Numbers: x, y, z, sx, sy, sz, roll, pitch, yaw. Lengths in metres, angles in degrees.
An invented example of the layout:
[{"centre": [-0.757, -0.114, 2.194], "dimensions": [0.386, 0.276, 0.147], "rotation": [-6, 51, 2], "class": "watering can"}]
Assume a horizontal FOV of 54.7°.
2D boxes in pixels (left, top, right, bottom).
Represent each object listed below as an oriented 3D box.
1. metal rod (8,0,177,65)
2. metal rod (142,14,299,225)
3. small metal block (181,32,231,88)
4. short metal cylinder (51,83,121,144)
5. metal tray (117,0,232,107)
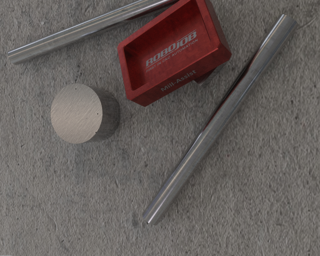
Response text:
[{"centre": [-0.092, -0.144, 0.441], "dimensions": [0.301, 0.025, 0.025], "rotation": [-13, 86, 19], "class": "metal rod"}, {"centre": [0.068, -0.001, 0.384], "dimensions": [0.025, 0.025, 0.299], "rotation": [37, 101, 16], "class": "metal rod"}, {"centre": [0.052, -0.086, 0.390], "dimensions": [0.050, 0.025, 0.050], "rotation": [44, 103, 14], "class": "small metal block"}, {"centre": [-0.103, -0.019, 0.432], "dimensions": [0.080, 0.050, 0.079], "rotation": [0, 90, 20], "class": "short metal cylinder"}, {"centre": [0.011, -0.094, 0.376], "dimensions": [0.130, 0.030, 0.090], "rotation": [-27, 62, 27], "class": "metal tray"}]
